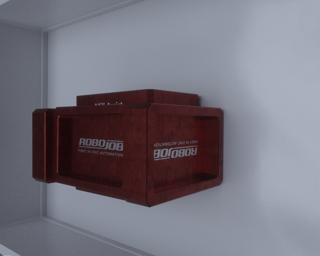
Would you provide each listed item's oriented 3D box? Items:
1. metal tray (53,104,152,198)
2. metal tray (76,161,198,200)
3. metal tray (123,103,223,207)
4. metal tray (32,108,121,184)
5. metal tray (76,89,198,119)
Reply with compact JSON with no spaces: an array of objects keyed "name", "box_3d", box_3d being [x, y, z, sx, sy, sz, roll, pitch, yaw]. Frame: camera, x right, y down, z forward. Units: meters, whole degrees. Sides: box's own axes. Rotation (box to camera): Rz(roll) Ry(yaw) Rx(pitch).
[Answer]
[{"name":"metal tray","box_3d":[-0.068,0.021,0.340,0.130,0.030,0.089,1,90,40]},{"name":"metal tray","box_3d":[-0.030,0.063,0.386,0.130,0.091,0.030,1,90,40]},{"name":"metal tray","box_3d":[0.020,0.022,0.319,0.030,0.131,0.089,1,91,40]},{"name":"metal tray","box_3d":[-0.104,0.020,0.423,0.030,0.131,0.089,1,91,40]},{"name":"metal tray","box_3d":[-0.030,-0.026,0.385,0.130,0.091,0.030,1,91,40]}]
